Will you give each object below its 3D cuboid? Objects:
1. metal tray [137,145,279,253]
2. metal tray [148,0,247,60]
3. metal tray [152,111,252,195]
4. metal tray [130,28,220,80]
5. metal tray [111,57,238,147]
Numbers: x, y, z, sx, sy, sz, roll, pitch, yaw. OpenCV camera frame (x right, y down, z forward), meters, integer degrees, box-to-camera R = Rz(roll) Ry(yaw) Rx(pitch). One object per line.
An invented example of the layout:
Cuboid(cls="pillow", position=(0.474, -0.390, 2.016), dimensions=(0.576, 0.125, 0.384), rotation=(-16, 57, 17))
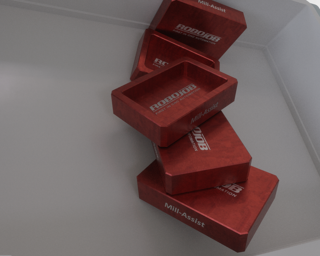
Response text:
Cuboid(cls="metal tray", position=(0.051, 0.066, 0.344), dimensions=(0.130, 0.030, 0.091), rotation=(21, 42, 30))
Cuboid(cls="metal tray", position=(0.058, -0.159, 0.491), dimensions=(0.131, 0.090, 0.030), rotation=(10, 58, -23))
Cuboid(cls="metal tray", position=(0.038, 0.012, 0.363), dimensions=(0.091, 0.030, 0.130), rotation=(-9, 38, -8))
Cuboid(cls="metal tray", position=(0.027, -0.088, 0.470), dimensions=(0.131, 0.030, 0.090), rotation=(20, 54, -17))
Cuboid(cls="metal tray", position=(0.019, -0.038, 0.374), dimensions=(0.131, 0.030, 0.090), rotation=(-32, 50, -32))
